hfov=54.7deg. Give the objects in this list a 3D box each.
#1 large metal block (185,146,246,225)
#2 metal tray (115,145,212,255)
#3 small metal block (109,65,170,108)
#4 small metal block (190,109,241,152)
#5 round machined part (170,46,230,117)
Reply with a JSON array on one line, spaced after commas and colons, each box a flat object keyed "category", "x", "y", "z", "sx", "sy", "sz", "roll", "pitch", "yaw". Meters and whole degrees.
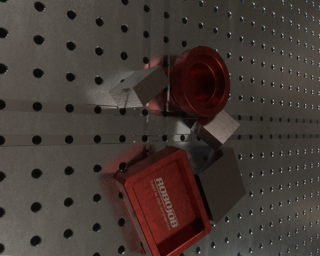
[{"category": "large metal block", "x": 0.075, "y": 0.081, "z": 0.459, "sx": 0.081, "sy": 0.050, "sz": 0.080, "roll": -32, "pitch": 110, "yaw": -36}, {"category": "metal tray", "x": 0.008, "y": 0.099, "z": 0.401, "sx": 0.091, "sy": 0.030, "sz": 0.129, "roll": -27, "pitch": 107, "yaw": -23}, {"category": "small metal block", "x": -0.025, "y": -0.049, "z": 0.374, "sx": 0.050, "sy": 0.050, "sz": 0.025, "roll": -44, "pitch": 117, "yaw": -31}, {"category": "small metal block", "x": 0.083, "y": -0.002, "z": 0.466, "sx": 0.050, "sy": 0.025, "sz": 0.050, "roll": 42, "pitch": 57, "yaw": 9}, {"category": "round machined part", "x": 0.053, "y": -0.064, "z": 0.443, "sx": 0.099, "sy": 0.042, "sz": 0.097, "roll": 1, "pitch": 88, "yaw": -39}]
